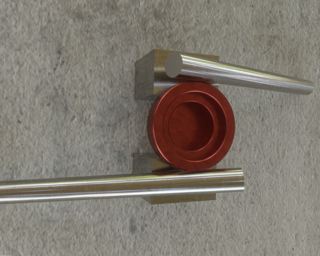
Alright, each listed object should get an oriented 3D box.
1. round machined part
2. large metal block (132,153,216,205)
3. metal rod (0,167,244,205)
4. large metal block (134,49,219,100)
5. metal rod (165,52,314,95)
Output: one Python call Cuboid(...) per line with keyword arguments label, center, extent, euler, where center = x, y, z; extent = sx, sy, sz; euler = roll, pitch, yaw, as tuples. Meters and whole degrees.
Cuboid(label="round machined part", center=(0.032, -0.002, 0.351), extent=(0.099, 0.042, 0.097), euler=(0, 90, -21))
Cuboid(label="large metal block", center=(0.015, 0.059, 0.387), extent=(0.081, 0.080, 0.050), euler=(1, 90, -20))
Cuboid(label="metal rod", center=(-0.066, 0.063, 0.328), extent=(0.302, 0.025, 0.025), euler=(-4, 92, 2))
Cuboid(label="large metal block", center=(0.017, -0.061, 0.388), extent=(0.081, 0.080, 0.050), euler=(1, 90, -20))
Cuboid(label="metal rod", center=(0.125, -0.063, 0.401), extent=(0.302, 0.025, 0.025), euler=(-1, 91, -42))
